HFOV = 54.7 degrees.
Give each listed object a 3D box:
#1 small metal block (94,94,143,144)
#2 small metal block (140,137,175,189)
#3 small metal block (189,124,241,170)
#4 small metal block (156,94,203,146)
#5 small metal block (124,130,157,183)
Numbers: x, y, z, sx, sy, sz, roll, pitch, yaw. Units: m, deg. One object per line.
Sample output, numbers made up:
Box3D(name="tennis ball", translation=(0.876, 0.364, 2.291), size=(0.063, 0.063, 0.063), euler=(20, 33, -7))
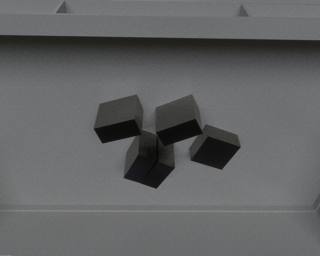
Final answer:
Box3D(name="small metal block", translation=(-0.049, -0.012, 0.382), size=(0.050, 0.050, 0.025), euler=(-13, 129, 10))
Box3D(name="small metal block", translation=(-0.004, 0.048, 0.434), size=(0.025, 0.050, 0.050), euler=(23, 126, -19))
Box3D(name="small metal block", translation=(0.076, 0.027, 0.434), size=(0.050, 0.025, 0.050), euler=(18, 128, -15))
Box3D(name="small metal block", translation=(0.023, -0.010, 0.385), size=(0.050, 0.050, 0.025), euler=(-19, 128, 15))
Box3D(name="small metal block", translation=(-0.027, 0.039, 0.425), size=(0.025, 0.050, 0.050), euler=(20, 127, -17))
